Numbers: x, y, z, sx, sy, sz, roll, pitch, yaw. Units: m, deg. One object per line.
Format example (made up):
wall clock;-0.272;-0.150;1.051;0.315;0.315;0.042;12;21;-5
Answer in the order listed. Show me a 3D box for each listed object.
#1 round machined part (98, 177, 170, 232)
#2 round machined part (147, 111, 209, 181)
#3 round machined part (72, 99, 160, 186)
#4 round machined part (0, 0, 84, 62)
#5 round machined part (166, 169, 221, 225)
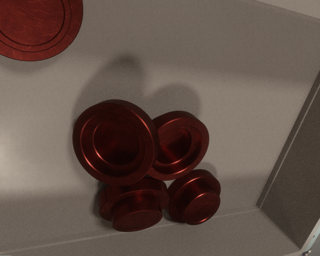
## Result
round machined part;-0.034;0.110;0.427;0.099;0.042;0.097;-10;143;-8
round machined part;0.014;0.020;0.419;0.099;0.042;0.097;-14;124;-21
round machined part;-0.047;0.014;0.360;0.098;0.042;0.097;5;108;15
round machined part;-0.116;-0.105;0.270;0.099;0.042;0.097;-14;125;-21
round machined part;0.059;0.119;0.506;0.099;0.042;0.097;-14;125;-21
